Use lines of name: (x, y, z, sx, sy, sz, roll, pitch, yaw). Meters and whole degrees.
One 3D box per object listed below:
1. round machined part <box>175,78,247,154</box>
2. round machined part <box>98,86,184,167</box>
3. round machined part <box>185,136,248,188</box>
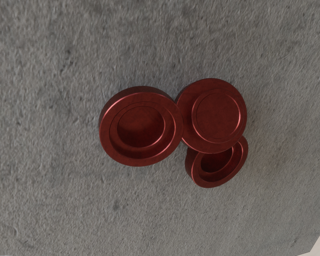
round machined part: (0.067, -0.015, 0.396, 0.099, 0.042, 0.097, 0, 91, -12)
round machined part: (-0.024, -0.005, 0.372, 0.099, 0.042, 0.097, -6, 119, -11)
round machined part: (0.080, 0.039, 0.466, 0.099, 0.042, 0.097, -14, 125, -21)
